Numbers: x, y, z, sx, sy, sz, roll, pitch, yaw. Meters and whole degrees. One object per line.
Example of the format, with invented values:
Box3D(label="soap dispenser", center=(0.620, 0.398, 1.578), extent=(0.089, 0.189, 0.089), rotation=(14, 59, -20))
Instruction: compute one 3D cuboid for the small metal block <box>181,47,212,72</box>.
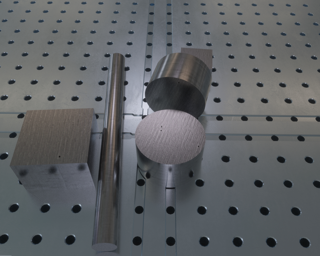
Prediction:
Box3D(label="small metal block", center=(0.057, -0.101, 0.493), extent=(0.050, 0.025, 0.050), rotation=(5, 50, 4))

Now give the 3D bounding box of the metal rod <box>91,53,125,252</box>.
Box3D(label="metal rod", center=(-0.062, 0.004, 0.403), extent=(0.025, 0.025, 0.300), rotation=(-2, 50, -2))

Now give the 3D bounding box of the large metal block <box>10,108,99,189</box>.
Box3D(label="large metal block", center=(-0.119, 0.024, 0.371), extent=(0.081, 0.050, 0.080), rotation=(-2, 50, -2))

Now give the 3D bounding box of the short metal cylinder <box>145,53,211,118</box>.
Box3D(label="short metal cylinder", center=(0.026, -0.053, 0.417), extent=(0.080, 0.080, 0.050), rotation=(12, 51, 10))

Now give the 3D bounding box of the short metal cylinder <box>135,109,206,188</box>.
Box3D(label="short metal cylinder", center=(0.012, 0.024, 0.371), extent=(0.081, 0.050, 0.080), rotation=(0, 50, 0))
